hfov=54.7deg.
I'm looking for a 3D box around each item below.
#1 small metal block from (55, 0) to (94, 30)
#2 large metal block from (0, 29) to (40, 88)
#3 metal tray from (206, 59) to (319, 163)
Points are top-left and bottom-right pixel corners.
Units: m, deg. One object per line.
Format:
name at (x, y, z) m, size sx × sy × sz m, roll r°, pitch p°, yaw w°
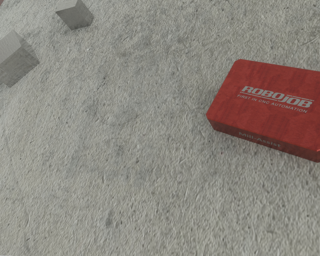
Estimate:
small metal block at (-0.169, -0.226, 0.615) m, size 0.050 × 0.050 × 0.025 m, roll -3°, pitch 61°, yaw 27°
large metal block at (-0.304, -0.143, 0.636) m, size 0.080 × 0.050 × 0.080 m, roll -40°, pitch 51°, yaw 1°
metal tray at (0.129, -0.025, 0.348) m, size 0.130 × 0.030 × 0.090 m, roll 20°, pitch 72°, yaw 35°
